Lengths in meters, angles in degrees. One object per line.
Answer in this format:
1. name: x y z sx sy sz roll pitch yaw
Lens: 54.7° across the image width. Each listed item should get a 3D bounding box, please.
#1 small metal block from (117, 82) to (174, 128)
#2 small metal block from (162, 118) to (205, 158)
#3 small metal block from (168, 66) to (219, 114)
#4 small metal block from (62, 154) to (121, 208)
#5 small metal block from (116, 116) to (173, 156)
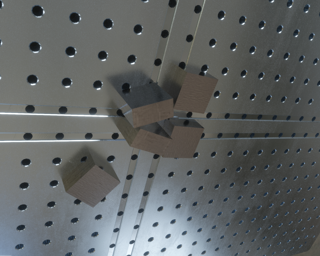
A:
1. small metal block: -0.018 -0.029 0.369 0.050 0.050 0.025 -16 125 -20
2. small metal block: 0.028 0.015 0.437 0.050 0.025 0.050 5 116 -31
3. small metal block: 0.041 -0.049 0.405 0.050 0.025 0.050 6 115 -32
4. small metal block: -0.090 0.070 0.407 0.050 0.025 0.050 -43 130 1
5. small metal block: -0.020 0.006 0.389 0.050 0.050 0.025 20 108 -36
